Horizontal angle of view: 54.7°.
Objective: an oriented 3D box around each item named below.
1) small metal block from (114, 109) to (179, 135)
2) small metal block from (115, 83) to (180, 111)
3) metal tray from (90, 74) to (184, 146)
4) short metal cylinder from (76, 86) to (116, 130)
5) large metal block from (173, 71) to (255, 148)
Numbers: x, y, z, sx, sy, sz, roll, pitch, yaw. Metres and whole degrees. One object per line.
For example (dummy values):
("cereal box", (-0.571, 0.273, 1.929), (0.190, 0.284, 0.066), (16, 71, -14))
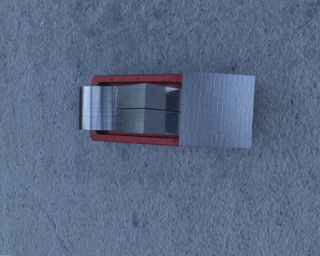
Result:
("small metal block", (-0.015, -0.007, 0.346), (0.050, 0.050, 0.025), (3, 90, 46))
("small metal block", (-0.014, -0.033, 0.346), (0.050, 0.050, 0.025), (3, 90, 46))
("metal tray", (-0.029, -0.025, 0.417), (0.130, 0.030, 0.089), (2, 91, 19))
("short metal cylinder", (-0.063, -0.023, 0.390), (0.080, 0.080, 0.050), (1, 91, 20))
("large metal block", (0.060, -0.020, 0.360), (0.081, 0.050, 0.079), (3, 91, -6))
